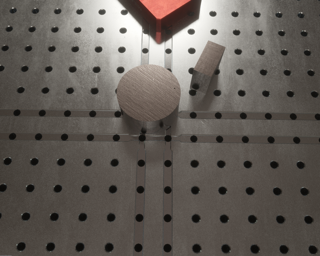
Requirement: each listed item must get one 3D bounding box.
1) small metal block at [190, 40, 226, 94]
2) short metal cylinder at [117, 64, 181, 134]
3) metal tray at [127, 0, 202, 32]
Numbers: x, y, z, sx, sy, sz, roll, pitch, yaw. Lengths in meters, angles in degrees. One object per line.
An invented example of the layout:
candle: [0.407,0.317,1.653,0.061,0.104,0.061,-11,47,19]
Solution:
small metal block: [0.065,-0.083,0.430,0.025,0.050,0.050,24,72,8]
short metal cylinder: [-0.014,-0.037,0.412,0.081,0.050,0.080,0,70,0]
metal tray: [-0.007,-0.224,0.491,0.090,0.030,0.130,-36,74,-13]
